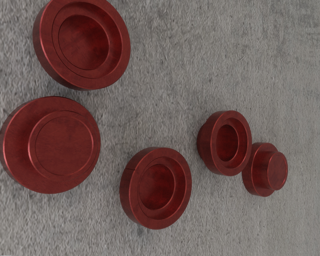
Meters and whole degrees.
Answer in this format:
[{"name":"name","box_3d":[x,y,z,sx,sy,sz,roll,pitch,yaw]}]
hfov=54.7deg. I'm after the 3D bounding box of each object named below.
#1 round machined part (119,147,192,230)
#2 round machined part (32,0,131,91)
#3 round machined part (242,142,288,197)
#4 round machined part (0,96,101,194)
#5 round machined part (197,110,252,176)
[{"name":"round machined part","box_3d":[-0.009,0.072,0.386,0.099,0.042,0.097,0,90,-40]},{"name":"round machined part","box_3d":[-0.083,-0.087,0.324,0.099,0.042,0.097,0,90,-40]},{"name":"round machined part","box_3d":[0.194,0.075,0.556,0.099,0.042,0.097,0,90,-40]},{"name":"round machined part","box_3d":[-0.102,0.017,0.308,0.099,0.042,0.097,0,90,-40]},{"name":"round machined part","box_3d":[0.094,0.022,0.472,0.099,0.042,0.097,0,90,-40]}]
